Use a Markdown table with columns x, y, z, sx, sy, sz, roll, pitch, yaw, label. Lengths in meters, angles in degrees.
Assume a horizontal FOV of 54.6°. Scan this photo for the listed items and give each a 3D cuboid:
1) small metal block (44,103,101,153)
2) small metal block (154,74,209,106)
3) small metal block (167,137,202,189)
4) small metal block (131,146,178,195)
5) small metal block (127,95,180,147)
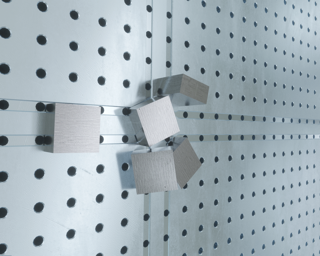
| x | y | z | sx | sy | sz | roll | pitch | yaw | label |
| --- | --- | --- | --- | --- | --- | --- | --- | --- | --- |
| -0.093 | 0.001 | 0.331 | 0.050 | 0.025 | 0.050 | 3 | 88 | -40 | small metal block |
| 0.029 | -0.049 | 0.416 | 0.050 | 0.050 | 0.025 | 17 | 79 | -39 | small metal block |
| 0.025 | 0.048 | 0.429 | 0.050 | 0.025 | 0.050 | -45 | 117 | -31 | small metal block |
| -0.006 | 0.052 | 0.386 | 0.050 | 0.025 | 0.050 | -8 | 97 | 2 | small metal block |
| -0.008 | -0.010 | 0.398 | 0.050 | 0.025 | 0.050 | -26 | 107 | -30 | small metal block |
